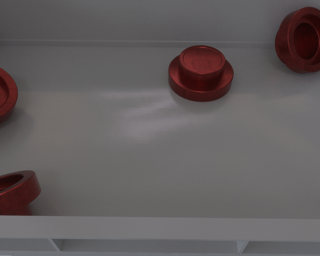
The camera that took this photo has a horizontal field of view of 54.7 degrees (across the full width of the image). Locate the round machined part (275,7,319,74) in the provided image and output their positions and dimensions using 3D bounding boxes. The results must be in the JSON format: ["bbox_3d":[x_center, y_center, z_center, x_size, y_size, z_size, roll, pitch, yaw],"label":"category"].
[{"bbox_3d":[0.221,-0.134,0.485,0.099,0.098,0.042,-27,13,-21],"label":"round machined part"}]

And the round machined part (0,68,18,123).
[{"bbox_3d":[-0.244,-0.040,0.409,0.099,0.042,0.098,17,52,-23],"label":"round machined part"}]

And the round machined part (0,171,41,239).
[{"bbox_3d":[-0.167,0.080,0.304,0.098,0.042,0.098,-14,10,3],"label":"round machined part"}]

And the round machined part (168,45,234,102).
[{"bbox_3d":[0.062,-0.088,0.469,0.099,0.042,0.098,0,50,0],"label":"round machined part"}]
